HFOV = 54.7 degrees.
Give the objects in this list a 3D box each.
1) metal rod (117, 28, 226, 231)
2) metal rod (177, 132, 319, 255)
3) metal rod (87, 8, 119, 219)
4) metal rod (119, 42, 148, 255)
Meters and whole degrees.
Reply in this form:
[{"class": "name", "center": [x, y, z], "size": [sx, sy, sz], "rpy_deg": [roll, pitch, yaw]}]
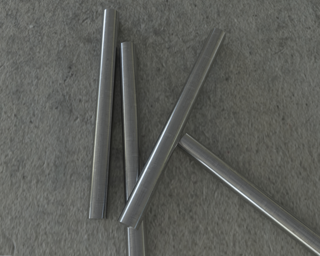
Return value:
[{"class": "metal rod", "center": [0.025, -0.016, 0.399], "size": [0.025, 0.025, 0.300], "rpy_deg": [23, 66, 8]}, {"class": "metal rod", "center": [0.144, 0.106, 0.371], "size": [0.300, 0.025, 0.025], "rpy_deg": [38, 74, 12]}, {"class": "metal rod", "center": [-0.074, -0.032, 0.419], "size": [0.025, 0.025, 0.299], "rpy_deg": [0, 70, 0]}, {"class": "metal rod", "center": [-0.036, 0.022, 0.399], "size": [0.025, 0.025, 0.299], "rpy_deg": [-4, 70, -2]}]
